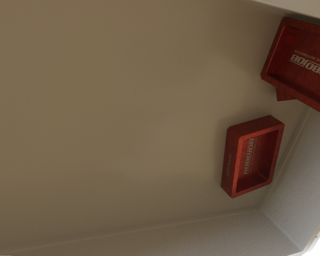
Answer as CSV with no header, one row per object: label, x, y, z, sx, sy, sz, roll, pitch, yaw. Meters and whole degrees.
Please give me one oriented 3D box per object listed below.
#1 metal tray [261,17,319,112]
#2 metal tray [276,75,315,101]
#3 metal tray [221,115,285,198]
metal tray,0.193,-0.082,0.394,0.030,0.130,0.089,3,117,-25
metal tray,0.243,-0.062,0.436,0.091,0.130,0.030,-8,93,-25
metal tray,0.153,0.049,0.518,0.091,0.030,0.129,-15,125,-20
